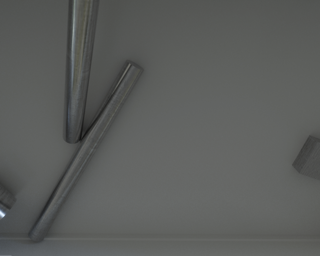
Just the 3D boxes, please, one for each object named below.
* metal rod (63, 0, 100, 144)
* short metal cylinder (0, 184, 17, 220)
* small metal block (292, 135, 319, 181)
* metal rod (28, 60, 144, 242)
[{"bbox_3d":[-0.078,-0.076,0.302,0.025,0.025,0.298,17,141,-7],"label":"metal rod"},{"bbox_3d":[-0.245,0.109,0.419,0.080,0.080,0.050,-36,107,12],"label":"short metal cylinder"},{"bbox_3d":[0.223,0.044,0.431,0.050,0.025,0.050,19,109,-8],"label":"small metal block"},{"bbox_3d":[-0.108,0.042,0.425,0.025,0.025,0.298,30,107,-11],"label":"metal rod"}]
